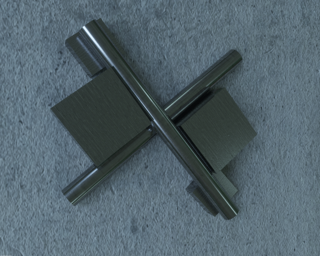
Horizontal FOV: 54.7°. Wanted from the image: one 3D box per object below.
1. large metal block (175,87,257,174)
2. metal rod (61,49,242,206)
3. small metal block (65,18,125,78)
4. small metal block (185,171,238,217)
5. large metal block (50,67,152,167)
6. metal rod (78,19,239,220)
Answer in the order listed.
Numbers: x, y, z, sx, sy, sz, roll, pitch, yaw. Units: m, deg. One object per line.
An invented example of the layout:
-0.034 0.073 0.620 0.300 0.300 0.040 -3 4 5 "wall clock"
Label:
0.070 0.003 0.423 0.080 0.050 0.080 -41 103 -15 "large metal block"
0.000 -0.010 0.411 0.301 0.025 0.025 -41 103 -16 "metal rod"
-0.080 -0.097 0.381 0.050 0.025 0.050 -39 103 -16 "small metal block"
0.073 0.087 0.438 0.050 0.025 0.050 -45 104 -15 "small metal block"
-0.071 -0.013 0.369 0.080 0.050 0.080 -39 103 -16 "large metal block"
0.007 -0.001 0.386 0.025 0.025 0.300 -41 103 -15 "metal rod"
